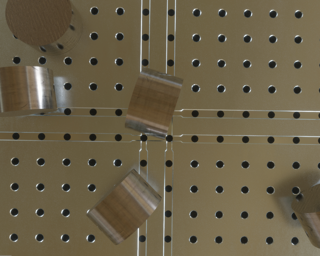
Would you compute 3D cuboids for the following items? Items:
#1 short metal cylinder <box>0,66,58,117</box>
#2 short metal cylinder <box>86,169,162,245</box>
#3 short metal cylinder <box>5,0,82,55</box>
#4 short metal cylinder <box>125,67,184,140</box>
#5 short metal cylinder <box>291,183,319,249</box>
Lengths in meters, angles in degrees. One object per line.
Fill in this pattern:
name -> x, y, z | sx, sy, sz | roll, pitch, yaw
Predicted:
short metal cylinder -> -0.172, -0.043, 0.384 | 0.080, 0.080, 0.050 | -7, 90, 0
short metal cylinder -> -0.044, 0.097, 0.385 | 0.080, 0.080, 0.050 | -44, 90, 0
short metal cylinder -> -0.147, -0.139, 0.399 | 0.081, 0.050, 0.080 | 0, 90, 0
short metal cylinder -> -0.007, -0.030, 0.386 | 0.050, 0.080, 0.080 | 18, 90, 0
short metal cylinder -> 0.215, 0.106, 0.388 | 0.080, 0.080, 0.050 | -28, 90, 0
